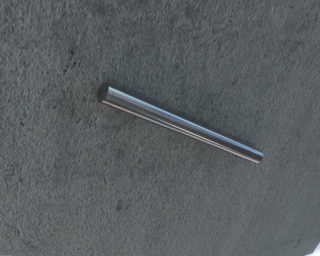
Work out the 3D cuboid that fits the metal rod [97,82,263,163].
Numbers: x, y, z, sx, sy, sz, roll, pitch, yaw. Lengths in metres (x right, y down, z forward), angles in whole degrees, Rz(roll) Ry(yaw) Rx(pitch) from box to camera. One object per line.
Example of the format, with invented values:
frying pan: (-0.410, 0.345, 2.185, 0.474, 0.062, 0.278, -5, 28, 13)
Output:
metal rod: (0.050, 0.004, 0.435, 0.302, 0.025, 0.025, 21, 107, -36)
